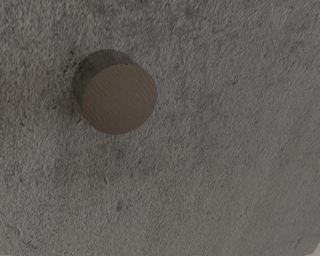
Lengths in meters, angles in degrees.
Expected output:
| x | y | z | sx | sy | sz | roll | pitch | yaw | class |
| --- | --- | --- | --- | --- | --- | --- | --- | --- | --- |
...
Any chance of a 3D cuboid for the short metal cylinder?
| x | y | z | sx | sy | sz | roll | pitch | yaw | class |
| --- | --- | --- | --- | --- | --- | --- | --- | --- | --- |
| -0.050 | -0.039 | 0.338 | 0.081 | 0.050 | 0.080 | -14 | 124 | -21 | short metal cylinder |
